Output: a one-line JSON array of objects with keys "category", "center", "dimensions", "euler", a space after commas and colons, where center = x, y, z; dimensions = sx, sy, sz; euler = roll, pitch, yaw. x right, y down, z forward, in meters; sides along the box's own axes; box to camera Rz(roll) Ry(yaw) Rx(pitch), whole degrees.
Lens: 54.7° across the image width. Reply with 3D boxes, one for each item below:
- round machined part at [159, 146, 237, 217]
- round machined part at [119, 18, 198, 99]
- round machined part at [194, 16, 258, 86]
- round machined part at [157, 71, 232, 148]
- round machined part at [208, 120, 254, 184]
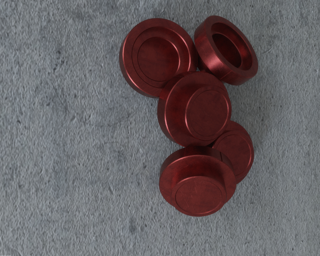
[{"category": "round machined part", "center": [0.048, 0.074, 0.393], "dimensions": [0.099, 0.042, 0.097], "euler": [1, 122, 2]}, {"category": "round machined part", "center": [-0.005, -0.087, 0.400], "dimensions": [0.099, 0.042, 0.097], "euler": [0, 90, -21]}, {"category": "round machined part", "center": [0.083, -0.099, 0.418], "dimensions": [0.099, 0.042, 0.098], "euler": [20, 54, -29]}, {"category": "round machined part", "center": [0.050, -0.021, 0.385], "dimensions": [0.099, 0.042, 0.097], "euler": [-6, 104, -27]}, {"category": "round machined part", "center": [0.092, 0.037, 0.437], "dimensions": [0.099, 0.042, 0.097], "euler": [0, 90, -21]}]
